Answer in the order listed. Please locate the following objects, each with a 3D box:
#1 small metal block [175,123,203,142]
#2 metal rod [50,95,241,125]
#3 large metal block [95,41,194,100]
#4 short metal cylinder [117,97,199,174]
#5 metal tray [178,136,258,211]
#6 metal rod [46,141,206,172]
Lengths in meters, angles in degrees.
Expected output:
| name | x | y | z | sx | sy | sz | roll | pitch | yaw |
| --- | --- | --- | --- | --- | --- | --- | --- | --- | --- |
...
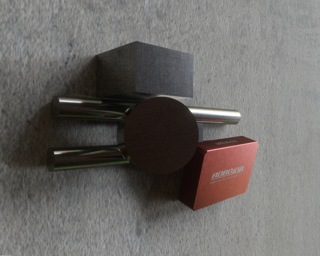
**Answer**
| name | x | y | z | sx | sy | sz | roll | pitch | yaw |
| --- | --- | --- | --- | --- | --- | --- | --- | --- | --- |
| small metal block | 0.021 | 0.005 | 0.409 | 0.050 | 0.050 | 0.025 | 1 | 90 | -40 |
| metal rod | 0.008 | -0.019 | 0.415 | 0.302 | 0.025 | 0.025 | 1 | 90 | -40 |
| large metal block | -0.019 | -0.060 | 0.357 | 0.081 | 0.080 | 0.050 | 1 | 90 | -40 |
| short metal cylinder | -0.004 | 0.008 | 0.342 | 0.081 | 0.050 | 0.080 | 0 | 88 | -16 |
| metal tray | 0.090 | 0.063 | 0.463 | 0.131 | 0.030 | 0.089 | -5 | 111 | -41 |
| metal rod | 0.004 | 0.032 | 0.412 | 0.302 | 0.025 | 0.025 | 0 | 90 | -40 |
